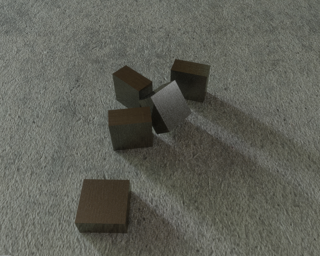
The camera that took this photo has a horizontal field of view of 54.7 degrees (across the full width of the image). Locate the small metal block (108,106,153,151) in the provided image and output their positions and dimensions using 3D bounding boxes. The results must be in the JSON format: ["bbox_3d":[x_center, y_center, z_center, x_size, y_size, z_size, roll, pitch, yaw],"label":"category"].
[{"bbox_3d":[-0.036,0.001,0.385,0.050,0.050,0.025,-6,51,-5],"label":"small metal block"}]

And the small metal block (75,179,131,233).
[{"bbox_3d":[-0.059,0.083,0.332,0.050,0.025,0.050,1,50,1],"label":"small metal block"}]

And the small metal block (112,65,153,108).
[{"bbox_3d":[-0.037,-0.051,0.429,0.050,0.050,0.025,35,59,26],"label":"small metal block"}]

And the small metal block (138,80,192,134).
[{"bbox_3d":[0.008,-0.027,0.403,0.025,0.050,0.050,-12,22,49],"label":"small metal block"}]

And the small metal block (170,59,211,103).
[{"bbox_3d":[0.042,-0.067,0.443,0.050,0.050,0.025,13,51,10],"label":"small metal block"}]
